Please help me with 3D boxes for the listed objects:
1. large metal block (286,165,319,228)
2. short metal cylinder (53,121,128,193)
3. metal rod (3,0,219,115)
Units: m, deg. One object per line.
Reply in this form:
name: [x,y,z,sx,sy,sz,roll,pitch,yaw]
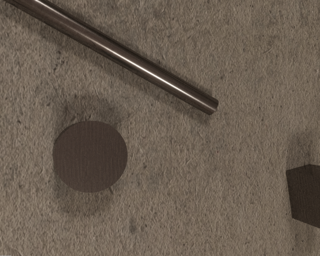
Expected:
large metal block: [0.247,0.104,0.473,0.050,0.080,0.079,-11,94,-20]
short metal cylinder: [-0.084,0.032,0.366,0.081,0.050,0.079,0,90,-21]
metal rod: [-0.052,-0.094,0.390,0.301,0.025,0.025,27,81,-18]
